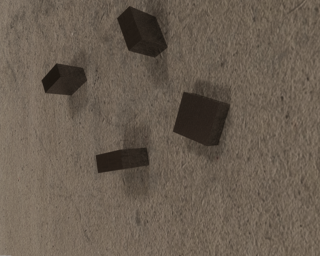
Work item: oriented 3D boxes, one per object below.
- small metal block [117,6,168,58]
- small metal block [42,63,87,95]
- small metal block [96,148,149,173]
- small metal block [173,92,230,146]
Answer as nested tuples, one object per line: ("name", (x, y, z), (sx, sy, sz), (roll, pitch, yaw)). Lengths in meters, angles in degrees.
("small metal block", (-0.023, -0.124, 0.405), (0.025, 0.050, 0.050), (-31, 71, 35))
("small metal block", (-0.160, -0.080, 0.517), (0.050, 0.050, 0.025), (-33, 70, 35))
("small metal block", (-0.052, 0.045, 0.429), (0.050, 0.050, 0.025), (-15, 81, 39))
("small metal block", (0.048, -0.011, 0.364), (0.050, 0.025, 0.050), (23, 105, 37))
